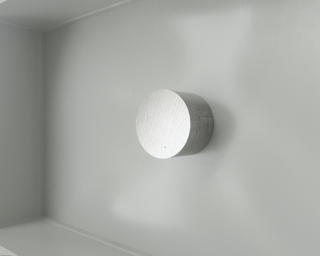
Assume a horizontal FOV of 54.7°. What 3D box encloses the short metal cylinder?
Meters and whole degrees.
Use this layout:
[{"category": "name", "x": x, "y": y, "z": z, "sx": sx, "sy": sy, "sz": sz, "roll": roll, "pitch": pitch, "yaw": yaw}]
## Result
[{"category": "short metal cylinder", "x": 0.017, "y": -0.005, "z": 0.375, "sx": 0.080, "sy": 0.050, "sz": 0.079, "roll": 0, "pitch": 90, "yaw": 39}]
